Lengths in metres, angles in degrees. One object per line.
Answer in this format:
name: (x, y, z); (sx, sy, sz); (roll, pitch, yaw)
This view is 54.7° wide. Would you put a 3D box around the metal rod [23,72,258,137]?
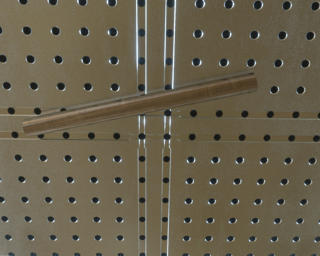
metal rod: (-0.028, -0.029, 0.402); (0.302, 0.025, 0.025); (-11, 110, 3)
